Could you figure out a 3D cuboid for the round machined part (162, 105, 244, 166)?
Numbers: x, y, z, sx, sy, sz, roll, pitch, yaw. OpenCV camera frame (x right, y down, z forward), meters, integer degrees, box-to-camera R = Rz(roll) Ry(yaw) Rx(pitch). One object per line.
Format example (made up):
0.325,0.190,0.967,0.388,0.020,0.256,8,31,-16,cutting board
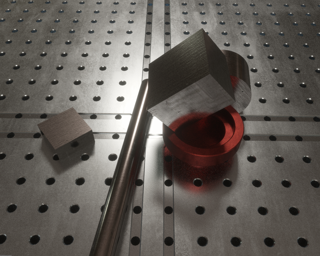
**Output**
0.052,0.008,0.391,0.099,0.042,0.098,0,50,0,round machined part

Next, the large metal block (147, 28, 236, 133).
0.033,-0.054,0.357,0.080,0.050,0.080,-28,42,29,large metal block

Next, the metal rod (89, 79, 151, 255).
-0.040,0.049,0.365,0.025,0.025,0.300,7,50,6,metal rod

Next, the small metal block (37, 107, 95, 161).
-0.121,0.007,0.400,0.050,0.025,0.050,-31,57,-24,small metal block

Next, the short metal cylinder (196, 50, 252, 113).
0.082,-0.059,0.422,0.080,0.080,0.050,5,50,4,short metal cylinder
